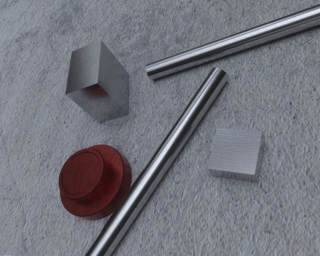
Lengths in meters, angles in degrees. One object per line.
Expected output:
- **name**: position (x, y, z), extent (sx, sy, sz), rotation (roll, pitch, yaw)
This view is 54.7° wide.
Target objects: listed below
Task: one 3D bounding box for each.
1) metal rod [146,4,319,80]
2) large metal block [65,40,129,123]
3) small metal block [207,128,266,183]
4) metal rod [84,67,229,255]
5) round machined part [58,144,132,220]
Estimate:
- **metal rod**: position (0.122, -0.120, 0.413), extent (0.301, 0.025, 0.025), rotation (-15, 56, 19)
- **large metal block**: position (-0.087, -0.066, 0.453), extent (0.050, 0.080, 0.080), rotation (-16, 56, 19)
- **small metal block**: position (0.085, 0.029, 0.341), extent (0.050, 0.025, 0.050), rotation (4, 64, 29)
- **metal rod**: position (-0.005, 0.050, 0.374), extent (0.025, 0.025, 0.300), rotation (26, 75, 36)
- **round machined part**: position (-0.090, 0.065, 0.399), extent (0.098, 0.042, 0.098), rotation (-13, 56, 20)
